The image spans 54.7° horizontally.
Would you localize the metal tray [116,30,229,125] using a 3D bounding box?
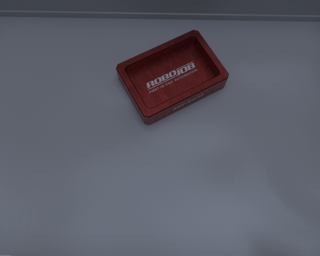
[{"bbox_3d":[0.017,-0.072,0.433,0.131,0.030,0.090,-27,73,-10],"label":"metal tray"}]
